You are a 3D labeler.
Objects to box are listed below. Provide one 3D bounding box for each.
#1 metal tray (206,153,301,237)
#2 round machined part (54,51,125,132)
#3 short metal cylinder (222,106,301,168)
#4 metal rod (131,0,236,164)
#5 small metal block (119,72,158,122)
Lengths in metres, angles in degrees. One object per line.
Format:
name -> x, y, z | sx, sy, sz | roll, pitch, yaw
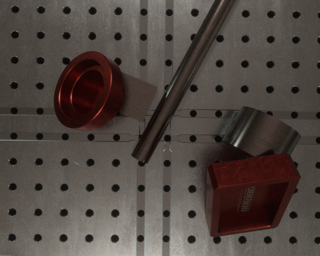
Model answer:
metal tray -> 0.103, 0.085, 0.369 | 0.091, 0.129, 0.030 | -8, 49, 0
round machined part -> -0.084, -0.043, 0.388 | 0.098, 0.042, 0.098 | -10, 71, 32
short metal cylinder -> 0.125, 0.014, 0.388 | 0.080, 0.080, 0.050 | 30, 90, -1
metal rod -> 0.044, -0.090, 0.413 | 0.025, 0.025, 0.299 | 28, 90, -1
small metal block -> -0.036, -0.040, 0.413 | 0.050, 0.025, 0.050 | 23, 90, -1
